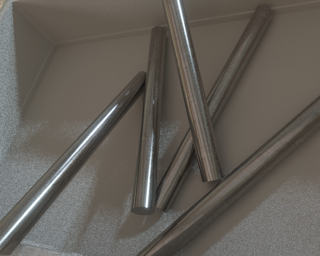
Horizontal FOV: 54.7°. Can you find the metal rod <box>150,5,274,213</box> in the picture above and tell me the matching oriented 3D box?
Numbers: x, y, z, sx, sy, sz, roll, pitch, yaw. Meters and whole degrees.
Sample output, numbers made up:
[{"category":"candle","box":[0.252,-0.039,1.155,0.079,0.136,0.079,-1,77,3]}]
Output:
[{"category":"metal rod","box":[0.070,-0.035,0.389,0.025,0.025,0.300,20,72,35]}]

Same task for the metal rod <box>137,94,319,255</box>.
[{"category":"metal rod","box":[0.097,0.045,0.327,0.300,0.025,0.025,-41,51,0]}]

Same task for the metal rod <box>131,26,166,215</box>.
[{"category":"metal rod","box":[-0.010,-0.033,0.414,0.025,0.025,0.300,-12,51,21]}]

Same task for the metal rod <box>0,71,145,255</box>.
[{"category":"metal rod","box":[-0.081,0.015,0.360,0.025,0.025,0.301,0,36,28]}]

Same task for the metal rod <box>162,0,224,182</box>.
[{"category":"metal rod","box":[0.029,-0.087,0.366,0.025,0.025,0.299,-15,80,20]}]
